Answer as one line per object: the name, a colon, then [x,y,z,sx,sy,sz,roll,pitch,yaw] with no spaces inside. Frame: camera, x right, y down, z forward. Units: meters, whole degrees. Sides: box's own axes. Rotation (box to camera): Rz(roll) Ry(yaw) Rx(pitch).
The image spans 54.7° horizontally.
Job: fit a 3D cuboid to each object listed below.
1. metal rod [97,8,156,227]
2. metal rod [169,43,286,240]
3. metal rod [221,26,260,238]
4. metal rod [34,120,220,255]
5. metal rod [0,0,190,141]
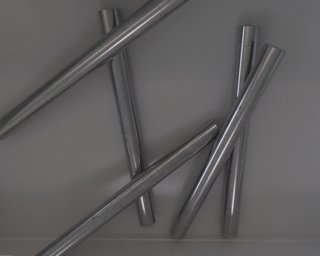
metal rod: [-0.039,0.001,0.411,0.025,0.025,0.298,-8,110,3]
metal rod: [0.077,0.035,0.406,0.025,0.025,0.298,19,116,-7]
metal rod: [0.105,0.019,0.418,0.025,0.025,0.298,0,110,0]
metal rod: [-0.044,0.091,0.411,0.300,0.025,0.025,-38,106,-1]
metal rod: [-0.095,-0.069,0.364,0.300,0.025,0.025,-32,107,19]
